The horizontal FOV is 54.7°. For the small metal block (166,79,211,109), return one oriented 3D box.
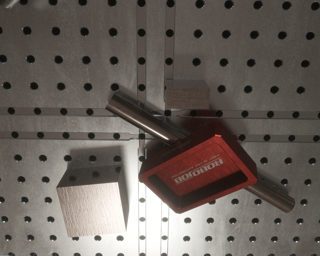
[{"bbox_3d":[0.033,-0.043,0.385,0.050,0.050,0.025,1,110,-1],"label":"small metal block"}]

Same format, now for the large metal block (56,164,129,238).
[{"bbox_3d":[-0.091,0.102,0.436,0.080,0.050,0.079,-5,110,1],"label":"large metal block"}]

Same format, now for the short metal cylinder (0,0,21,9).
[{"bbox_3d":[-0.168,-0.173,0.318,0.050,0.080,0.080,-38,106,12],"label":"short metal cylinder"}]

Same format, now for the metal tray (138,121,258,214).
[{"bbox_3d":[0.048,0.057,0.408,0.130,0.030,0.090,-31,114,28],"label":"metal tray"}]

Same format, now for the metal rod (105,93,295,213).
[{"bbox_3d":[0.063,0.039,0.428,0.301,0.025,0.025,30,107,-11],"label":"metal rod"}]
